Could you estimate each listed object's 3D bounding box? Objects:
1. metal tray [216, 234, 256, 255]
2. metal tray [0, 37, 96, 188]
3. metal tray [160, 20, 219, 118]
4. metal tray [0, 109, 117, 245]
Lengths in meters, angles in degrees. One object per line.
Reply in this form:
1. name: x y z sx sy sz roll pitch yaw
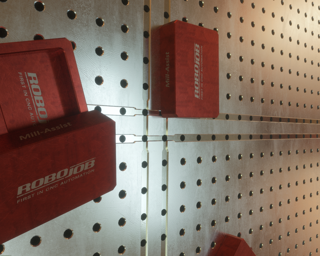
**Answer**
1. metal tray: 0.135 0.255 0.523 0.090 0.030 0.130 -52 121 -28
2. metal tray: -0.120 -0.018 0.306 0.091 0.030 0.129 -20 103 -38
3. metal tray: 0.045 -0.079 0.445 0.091 0.030 0.129 -1 91 -40
4. metal tray: -0.104 0.042 0.298 0.131 0.030 0.089 -21 126 -38
